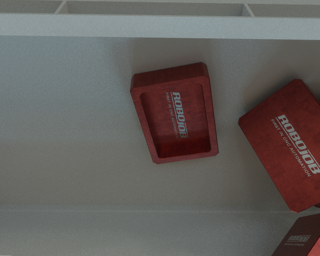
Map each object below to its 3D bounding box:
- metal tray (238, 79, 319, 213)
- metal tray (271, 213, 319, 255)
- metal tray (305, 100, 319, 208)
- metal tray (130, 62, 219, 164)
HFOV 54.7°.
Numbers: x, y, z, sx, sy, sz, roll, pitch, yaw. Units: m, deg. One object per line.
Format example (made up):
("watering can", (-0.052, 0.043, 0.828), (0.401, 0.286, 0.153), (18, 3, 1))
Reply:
("metal tray", (0.162, 0.020, 0.360), (0.090, 0.130, 0.030), (-39, 152, 28))
("metal tray", (0.191, 0.157, 0.404), (0.030, 0.090, 0.130), (38, 167, 16))
("metal tray", (0.229, 0.030, 0.376), (0.091, 0.129, 0.030), (-1, 172, 1))
("metal tray", (0.022, -0.013, 0.394), (0.090, 0.030, 0.129), (-9, 130, 7))
